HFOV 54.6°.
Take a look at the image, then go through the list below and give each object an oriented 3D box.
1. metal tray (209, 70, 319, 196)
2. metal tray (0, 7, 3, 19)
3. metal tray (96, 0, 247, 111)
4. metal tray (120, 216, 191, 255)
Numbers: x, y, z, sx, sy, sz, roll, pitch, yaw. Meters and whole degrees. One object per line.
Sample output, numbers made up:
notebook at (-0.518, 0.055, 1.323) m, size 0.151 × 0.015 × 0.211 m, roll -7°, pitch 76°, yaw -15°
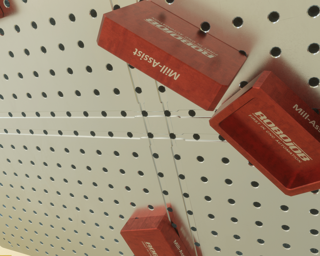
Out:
metal tray at (0.127, 0.011, 0.330) m, size 0.130 × 0.030 × 0.090 m, roll 42°, pitch 148°, yaw -1°
metal tray at (-0.288, -0.206, 0.433) m, size 0.090 × 0.030 × 0.129 m, roll -5°, pitch 116°, yaw 30°
metal tray at (0.015, -0.078, 0.312) m, size 0.130 × 0.090 × 0.030 m, roll 32°, pitch 129°, yaw 7°
metal tray at (-0.001, 0.216, 0.543) m, size 0.090 × 0.030 × 0.130 m, roll -17°, pitch 110°, yaw 35°
